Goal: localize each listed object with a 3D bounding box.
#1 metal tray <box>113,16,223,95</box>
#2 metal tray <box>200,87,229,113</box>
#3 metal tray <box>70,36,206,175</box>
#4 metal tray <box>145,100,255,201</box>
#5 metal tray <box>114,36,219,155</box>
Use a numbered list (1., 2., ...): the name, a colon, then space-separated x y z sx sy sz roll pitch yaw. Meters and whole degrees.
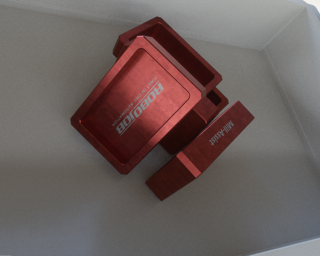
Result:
1. metal tray: 0.012 -0.085 0.422 0.130 0.030 0.090 45 51 3
2. metal tray: 0.028 -0.057 0.453 0.130 0.030 0.091 46 52 5
3. metal tray: -0.026 -0.023 0.339 0.090 0.130 0.030 45 20 2
4. metal tray: 0.049 0.026 0.374 0.030 0.090 0.131 49 51 5
5. metal tray: -0.003 -0.037 0.383 0.130 0.090 0.030 45 51 2
